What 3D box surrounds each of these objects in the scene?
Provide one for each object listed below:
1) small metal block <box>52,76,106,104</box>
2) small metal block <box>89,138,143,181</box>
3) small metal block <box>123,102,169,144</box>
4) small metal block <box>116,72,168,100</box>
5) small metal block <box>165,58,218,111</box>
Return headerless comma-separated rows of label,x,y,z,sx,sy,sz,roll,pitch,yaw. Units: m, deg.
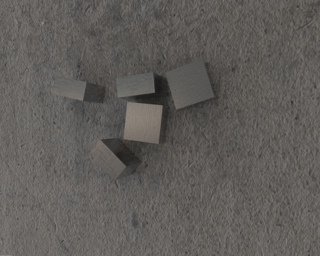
small metal block,-0.112,-0.053,0.435,0.050,0.050,0.025,14,95,19
small metal block,-0.058,0.040,0.416,0.050,0.050,0.025,44,104,14
small metal block,-0.018,-0.007,0.415,0.050,0.025,0.050,7,92,19
small metal block,-0.022,-0.053,0.403,0.050,0.050,0.025,-5,88,20
small metal block,0.040,-0.054,0.395,0.050,0.025,0.050,-18,84,19
